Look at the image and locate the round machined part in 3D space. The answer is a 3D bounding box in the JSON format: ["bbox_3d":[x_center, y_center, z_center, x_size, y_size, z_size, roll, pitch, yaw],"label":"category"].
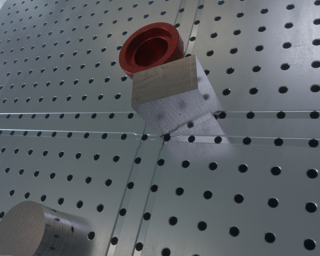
[{"bbox_3d":[-0.009,-0.109,0.469,0.098,0.042,0.098,-13,56,21],"label":"round machined part"}]

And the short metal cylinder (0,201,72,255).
[{"bbox_3d":[-0.160,0.138,0.392,0.080,0.050,0.080,-13,56,21],"label":"short metal cylinder"}]

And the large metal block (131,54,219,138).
[{"bbox_3d":[0.021,-0.035,0.384,0.080,0.080,0.050,-13,56,21],"label":"large metal block"}]
